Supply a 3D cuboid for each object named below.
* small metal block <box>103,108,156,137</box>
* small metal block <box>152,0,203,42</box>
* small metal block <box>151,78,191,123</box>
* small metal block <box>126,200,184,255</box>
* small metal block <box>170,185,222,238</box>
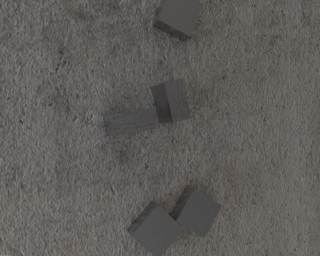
[{"bbox_3d":[-0.039,-0.007,0.381,0.050,0.050,0.025,-11,94,-20],"label":"small metal block"},{"bbox_3d":[0.024,-0.153,0.417,0.050,0.025,0.050,22,83,-19],"label":"small metal block"},{"bbox_3d":[0.013,-0.034,0.400,0.025,0.050,0.050,-14,95,-19],"label":"small metal block"},{"bbox_3d":[-0.006,0.133,0.407,0.050,0.025,0.050,46,76,-15],"label":"small metal block"},{"bbox_3d":[0.049,0.114,0.427,0.050,0.025,0.050,35,79,-17],"label":"small metal block"}]
